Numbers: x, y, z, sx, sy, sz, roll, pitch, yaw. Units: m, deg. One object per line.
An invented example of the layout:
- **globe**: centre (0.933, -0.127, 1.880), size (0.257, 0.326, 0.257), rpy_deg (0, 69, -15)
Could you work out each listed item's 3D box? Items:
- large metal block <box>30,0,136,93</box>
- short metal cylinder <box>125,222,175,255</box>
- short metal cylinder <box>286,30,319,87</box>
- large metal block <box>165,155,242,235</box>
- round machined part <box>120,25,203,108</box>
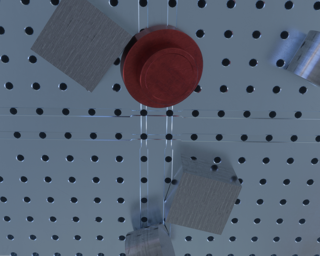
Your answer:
- **large metal block**: centre (-0.086, -0.102, 0.362), size (0.080, 0.050, 0.080), rpy_deg (36, 106, -12)
- **short metal cylinder**: centre (-0.012, 0.185, 0.452), size (0.050, 0.080, 0.080), rpy_deg (-20, 109, 7)
- **short metal cylinder**: centre (0.196, -0.072, 0.359), size (0.080, 0.080, 0.050), rpy_deg (24, 108, -9)
- **large metal block**: centre (0.057, 0.094, 0.435), size (0.080, 0.050, 0.079), rpy_deg (15, 109, -6)
- **round machined part**: centre (0.005, -0.066, 0.364), size (0.099, 0.042, 0.097), rpy_deg (-9, 122, -14)
